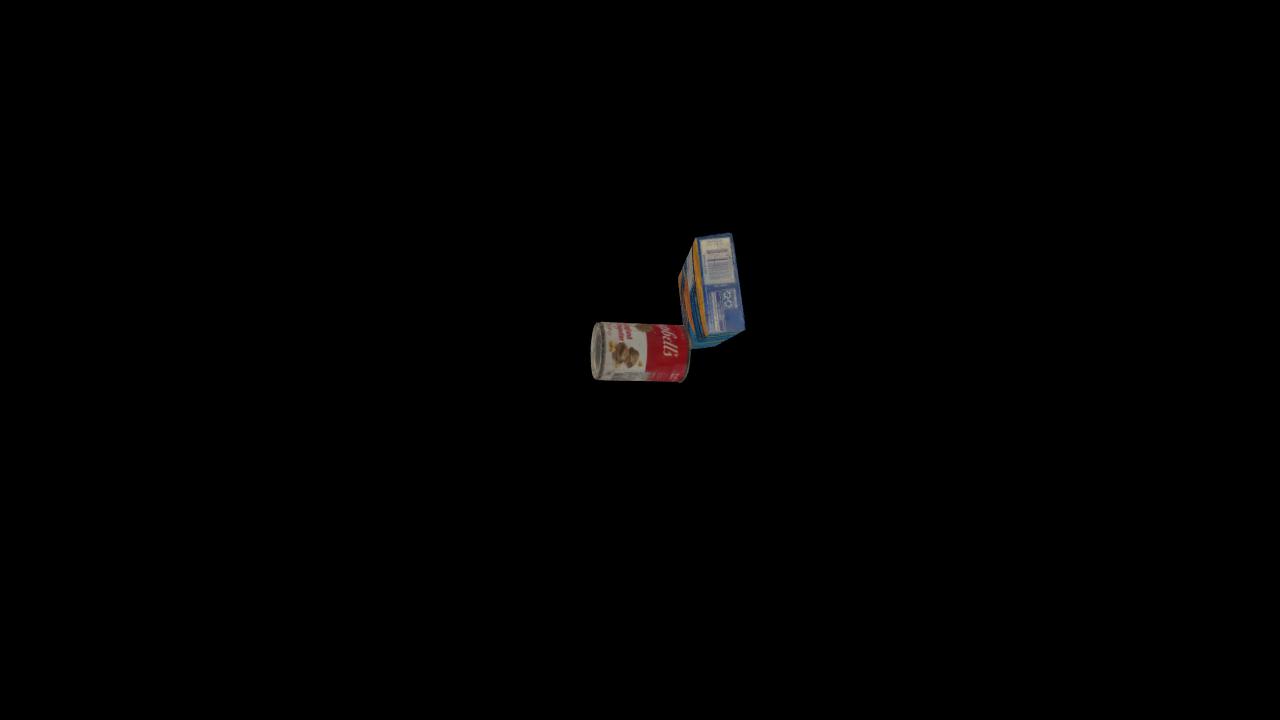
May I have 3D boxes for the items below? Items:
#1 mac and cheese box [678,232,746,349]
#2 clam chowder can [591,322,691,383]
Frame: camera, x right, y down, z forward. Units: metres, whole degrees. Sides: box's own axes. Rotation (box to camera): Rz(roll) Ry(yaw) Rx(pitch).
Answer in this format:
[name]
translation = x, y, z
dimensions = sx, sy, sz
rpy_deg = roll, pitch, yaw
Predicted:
[mac and cheese box]
translation = 0.070, -0.064, 0.642
dimensions = 0.041, 0.093, 0.184
rpy_deg = -8, -4, -2
[clam chowder can]
translation = -0.001, -0.009, 0.702
dimensions = 0.102, 0.068, 0.068
rpy_deg = 1, 0, -14
